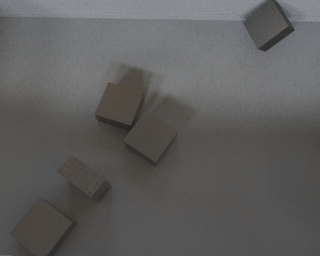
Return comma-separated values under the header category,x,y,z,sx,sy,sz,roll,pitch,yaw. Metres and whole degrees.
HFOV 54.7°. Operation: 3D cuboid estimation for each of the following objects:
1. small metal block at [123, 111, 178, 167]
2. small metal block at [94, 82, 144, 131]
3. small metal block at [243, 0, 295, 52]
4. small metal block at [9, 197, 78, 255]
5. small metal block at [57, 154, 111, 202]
category,x,y,z,sx,sy,sz,roll,pitch,yaw
small metal block,-0.012,0.014,0.404,0.050,0.025,0.050,33,73,11
small metal block,-0.053,-0.029,0.419,0.050,0.025,0.050,17,71,5
small metal block,0.157,-0.148,0.451,0.025,0.050,0.050,-1,63,-47
small metal block,-0.136,0.118,0.365,0.050,0.025,0.050,33,73,11
small metal block,-0.089,0.062,0.373,0.050,0.050,0.025,34,74,11
